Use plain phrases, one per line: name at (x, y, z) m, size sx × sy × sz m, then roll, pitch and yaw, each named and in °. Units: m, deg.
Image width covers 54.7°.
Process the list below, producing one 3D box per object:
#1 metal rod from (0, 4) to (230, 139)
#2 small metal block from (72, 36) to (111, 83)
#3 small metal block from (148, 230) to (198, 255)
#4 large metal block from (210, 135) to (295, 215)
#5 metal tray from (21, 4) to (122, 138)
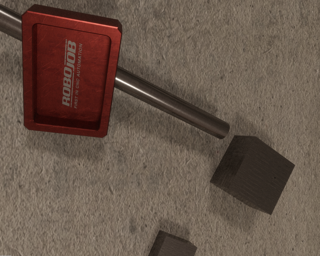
metal rod at (-0.039, -0.055, 0.370) m, size 0.302 × 0.025 × 0.025 m, roll 25°, pitch 82°, yaw -22°
small metal block at (-0.086, -0.084, 0.378) m, size 0.050 × 0.025 × 0.050 m, roll -18°, pitch 96°, yaw -20°
small metal block at (0.015, 0.172, 0.416) m, size 0.050 × 0.025 × 0.050 m, roll 27°, pitch 81°, yaw -18°
large metal block at (0.133, 0.066, 0.447) m, size 0.080 × 0.050 × 0.080 m, roll 34°, pitch 79°, yaw -17°
metal tray at (-0.094, -0.054, 0.329) m, size 0.091 × 0.030 × 0.129 m, roll 7°, pitch 122°, yaw -12°
